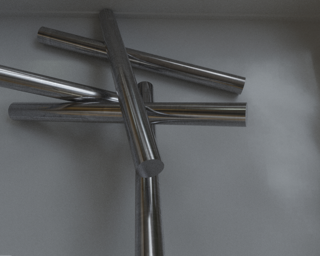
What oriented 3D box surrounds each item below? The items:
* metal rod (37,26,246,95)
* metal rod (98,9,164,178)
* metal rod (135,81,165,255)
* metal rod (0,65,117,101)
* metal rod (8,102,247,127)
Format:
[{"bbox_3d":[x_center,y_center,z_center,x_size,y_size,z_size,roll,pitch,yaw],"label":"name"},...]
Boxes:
[{"bbox_3d":[-0.029,-0.098,0.445,0.301,0.025,0.025,15,71,5],"label":"metal rod"},{"bbox_3d":[-0.045,-0.067,0.369,0.025,0.025,0.300,-14,46,-6],"label":"metal rod"},{"bbox_3d":[-0.013,0.046,0.321,0.025,0.025,0.300,-3,43,-1],"label":"metal rod"},{"bbox_3d":[-0.174,-0.058,0.361,0.302,0.025,0.025,11,68,-24],"label":"metal rod"},{"bbox_3d":[-0.053,-0.018,0.364,0.301,0.025,0.025,2,69,20],"label":"metal rod"}]
